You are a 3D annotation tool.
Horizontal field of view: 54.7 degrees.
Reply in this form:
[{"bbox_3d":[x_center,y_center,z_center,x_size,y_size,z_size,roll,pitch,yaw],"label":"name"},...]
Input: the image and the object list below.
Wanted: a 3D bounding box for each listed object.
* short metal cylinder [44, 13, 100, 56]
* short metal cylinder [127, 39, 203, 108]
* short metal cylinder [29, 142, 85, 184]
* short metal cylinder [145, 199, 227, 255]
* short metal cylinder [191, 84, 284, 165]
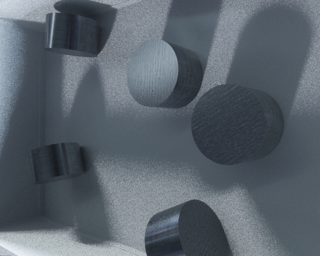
[{"bbox_3d":[-0.136,-0.142,0.480,0.080,0.081,0.050,10,97,39],"label":"short metal cylinder"},{"bbox_3d":[0.005,-0.065,0.384,0.080,0.050,0.079,0,90,39],"label":"short metal cylinder"},{"bbox_3d":[-0.168,0.058,0.507,0.080,0.081,0.050,-22,76,37],"label":"short metal cylinder"},{"bbox_3d":[0.030,0.126,0.345,0.050,0.081,0.080,-32,71,35],"label":"short metal cylinder"},{"bbox_3d":[0.080,-0.004,0.323,0.080,0.050,0.079,0,90,39],"label":"short metal cylinder"}]
